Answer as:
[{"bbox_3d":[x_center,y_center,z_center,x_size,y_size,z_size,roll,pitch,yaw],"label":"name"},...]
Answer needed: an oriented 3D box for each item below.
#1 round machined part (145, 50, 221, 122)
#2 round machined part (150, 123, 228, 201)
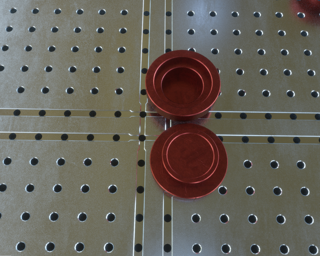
[{"bbox_3d":[0.030,-0.054,0.423,0.099,0.042,0.098,0,70,-1],"label":"round machined part"},{"bbox_3d":[0.036,0.039,0.389,0.099,0.042,0.098,0,70,-1],"label":"round machined part"}]
